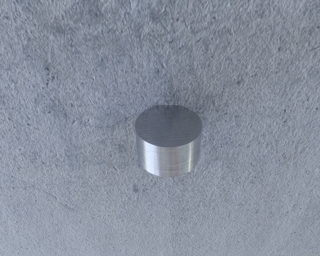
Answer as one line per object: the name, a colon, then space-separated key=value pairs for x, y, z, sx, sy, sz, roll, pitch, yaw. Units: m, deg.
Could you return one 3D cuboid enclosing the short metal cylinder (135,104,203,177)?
short metal cylinder: x=0.011 y=0.014 z=0.385 sx=0.081 sy=0.080 sz=0.050 roll=-1 pitch=130 yaw=0
